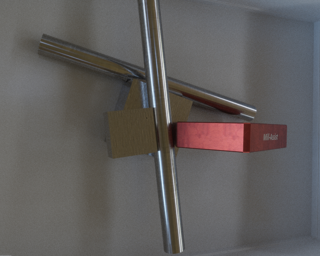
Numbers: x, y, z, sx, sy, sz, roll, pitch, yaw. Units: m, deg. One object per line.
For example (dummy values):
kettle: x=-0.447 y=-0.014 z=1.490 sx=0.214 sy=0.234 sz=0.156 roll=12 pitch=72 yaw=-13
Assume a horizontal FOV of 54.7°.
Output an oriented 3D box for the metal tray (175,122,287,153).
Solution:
metal tray: x=0.091 y=0.009 z=0.381 sx=0.131 sy=0.090 sz=0.030 roll=1 pitch=91 yaw=-52

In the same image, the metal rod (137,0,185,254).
metal rod: x=0.001 y=-0.006 z=0.357 sx=0.025 sy=0.025 sz=0.298 roll=-7 pitch=93 yaw=-20

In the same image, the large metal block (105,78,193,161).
large metal block: x=-0.015 y=-0.008 z=0.391 sx=0.081 sy=0.050 sz=0.080 roll=19 pitch=84 yaw=-20

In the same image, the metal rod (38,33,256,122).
metal rod: x=-0.001 y=-0.060 z=0.410 sx=0.302 sy=0.025 sz=0.025 roll=15 pitch=85 yaw=-20

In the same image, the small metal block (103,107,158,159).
small metal block: x=-0.033 y=0.005 z=0.344 sx=0.050 sy=0.025 sz=0.050 roll=-7 pitch=92 yaw=-21
